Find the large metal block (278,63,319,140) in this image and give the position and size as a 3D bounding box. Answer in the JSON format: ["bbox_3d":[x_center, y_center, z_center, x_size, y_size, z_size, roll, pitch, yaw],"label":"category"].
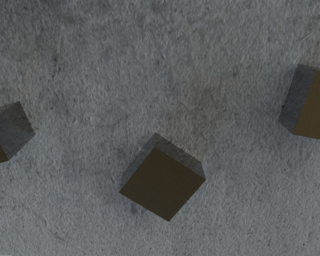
[{"bbox_3d":[0.208,-0.030,0.388,0.081,0.050,0.079,11,110,-5],"label":"large metal block"}]

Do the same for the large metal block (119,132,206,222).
[{"bbox_3d":[0.003,0.066,0.421,0.080,0.050,0.080,34,106,-12],"label":"large metal block"}]

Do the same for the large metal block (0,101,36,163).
[{"bbox_3d":[-0.216,0.012,0.382,0.080,0.080,0.050,-16,110,5],"label":"large metal block"}]
